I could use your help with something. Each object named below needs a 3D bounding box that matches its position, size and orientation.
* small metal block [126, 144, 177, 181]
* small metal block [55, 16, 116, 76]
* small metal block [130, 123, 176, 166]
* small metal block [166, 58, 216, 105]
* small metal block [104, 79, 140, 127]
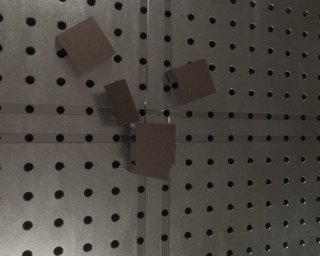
[{"bbox_3d":[-0.011,0.039,0.410,0.050,0.025,0.050,17,85,-20],"label":"small metal block"},{"bbox_3d":[-0.091,-0.100,0.379,0.050,0.025,0.050,-37,102,-17],"label":"small metal block"},{"bbox_3d":[-0.009,0.020,0.384,0.050,0.025,0.050,1,90,-20],"label":"small metal block"},{"bbox_3d":[0.044,-0.064,0.430,0.050,0.025,0.050,-22,98,-19],"label":"small metal block"},{"bbox_3d":[-0.045,-0.029,0.378,0.025,0.050,0.050,-20,91,-2],"label":"small metal block"}]
